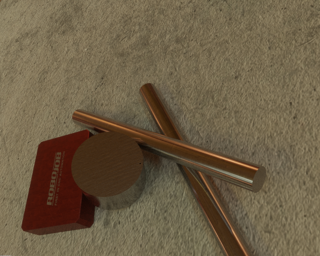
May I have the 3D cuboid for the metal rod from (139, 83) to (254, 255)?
[{"bbox_3d":[0.037,0.050,0.352,0.025,0.025,0.300,-33,52,6],"label":"metal rod"}]

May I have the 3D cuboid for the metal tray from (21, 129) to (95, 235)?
[{"bbox_3d":[-0.132,0.073,0.423,0.090,0.030,0.130,-14,56,19],"label":"metal tray"}]

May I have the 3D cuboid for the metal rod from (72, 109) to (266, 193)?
[{"bbox_3d":[-0.018,0.014,0.377,0.300,0.025,0.025,17,70,42],"label":"metal rod"}]

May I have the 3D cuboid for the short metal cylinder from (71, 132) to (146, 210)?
[{"bbox_3d":[-0.058,0.051,0.368,0.081,0.050,0.080,-1,59,1],"label":"short metal cylinder"}]
